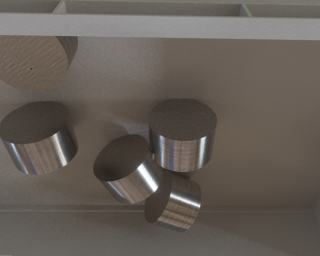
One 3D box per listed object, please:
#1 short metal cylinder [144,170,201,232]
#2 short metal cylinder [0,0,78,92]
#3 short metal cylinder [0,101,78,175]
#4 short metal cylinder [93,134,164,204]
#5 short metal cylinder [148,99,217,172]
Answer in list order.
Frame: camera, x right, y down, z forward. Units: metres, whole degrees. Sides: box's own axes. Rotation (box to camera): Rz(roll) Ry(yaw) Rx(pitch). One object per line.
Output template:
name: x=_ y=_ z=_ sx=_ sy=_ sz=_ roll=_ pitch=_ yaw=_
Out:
short metal cylinder: x=0.018 y=0.110 z=0.467 sx=0.050 sy=0.080 sz=0.080 roll=25 pitch=126 yaw=-20
short metal cylinder: x=-0.131 y=-0.084 z=0.319 sx=0.081 sy=0.050 sz=0.079 roll=0 pitch=130 yaw=0
short metal cylinder: x=-0.146 y=0.010 z=0.380 sx=0.080 sy=0.080 sz=0.050 roll=-3 pitch=130 yaw=2
short metal cylinder: x=-0.042 y=0.055 z=0.419 sx=0.080 sy=0.080 sz=0.050 roll=-18 pitch=128 yaw=14
short metal cylinder: x=0.027 y=0.007 z=0.380 sx=0.081 sy=0.080 sz=0.050 roll=0 pitch=130 yaw=0
